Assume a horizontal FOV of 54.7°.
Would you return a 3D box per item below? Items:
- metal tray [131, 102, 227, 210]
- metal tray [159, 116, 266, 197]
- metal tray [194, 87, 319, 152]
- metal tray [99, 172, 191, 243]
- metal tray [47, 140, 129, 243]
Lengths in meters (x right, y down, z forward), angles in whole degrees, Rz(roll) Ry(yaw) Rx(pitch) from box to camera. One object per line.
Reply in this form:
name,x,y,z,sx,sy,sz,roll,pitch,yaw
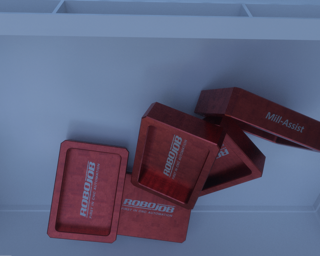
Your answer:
metal tray,0.017,0.039,0.379,0.090,0.030,0.129,22,134,9
metal tray,0.056,0.041,0.404,0.090,0.030,0.130,46,133,-15
metal tray,0.116,-0.009,0.361,0.131,0.090,0.030,19,89,-16
metal tray,-0.019,0.118,0.471,0.131,0.030,0.090,11,87,-10
metal tray,-0.097,0.085,0.425,0.091,0.030,0.129,8,89,-8
